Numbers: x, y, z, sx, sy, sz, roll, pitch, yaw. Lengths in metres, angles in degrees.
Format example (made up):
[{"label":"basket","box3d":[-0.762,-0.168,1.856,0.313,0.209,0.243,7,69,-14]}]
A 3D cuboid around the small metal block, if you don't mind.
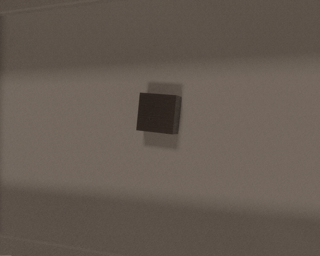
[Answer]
[{"label":"small metal block","box3d":[-0.001,-0.019,0.410,0.050,0.025,0.050,6,92,19]}]
